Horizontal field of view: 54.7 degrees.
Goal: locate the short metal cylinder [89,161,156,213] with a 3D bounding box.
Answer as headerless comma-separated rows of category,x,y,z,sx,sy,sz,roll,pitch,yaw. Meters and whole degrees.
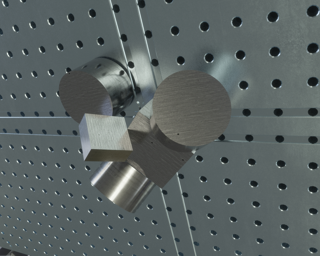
short metal cylinder,-0.051,0.074,0.436,0.080,0.080,0.050,37,84,5

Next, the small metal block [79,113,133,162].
small metal block,-0.065,0.012,0.368,0.025,0.050,0.050,-53,44,41

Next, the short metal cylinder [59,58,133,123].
short metal cylinder,-0.083,-0.046,0.406,0.080,0.050,0.079,13,124,21

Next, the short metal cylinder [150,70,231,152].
short metal cylinder,0.030,-0.016,0.336,0.080,0.080,0.050,37,167,3

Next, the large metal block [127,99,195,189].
large metal block,-0.001,0.018,0.399,0.080,0.050,0.080,38,129,2
